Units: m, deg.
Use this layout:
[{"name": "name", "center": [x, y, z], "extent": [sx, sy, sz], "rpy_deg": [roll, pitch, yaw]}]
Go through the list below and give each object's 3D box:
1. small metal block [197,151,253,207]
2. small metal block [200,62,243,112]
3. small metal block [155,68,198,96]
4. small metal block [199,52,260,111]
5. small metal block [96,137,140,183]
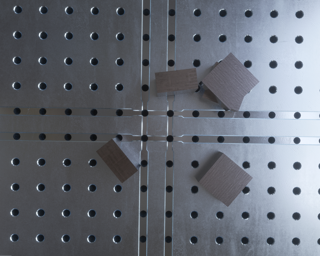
[{"name": "small metal block", "center": [0.085, 0.067, 0.414], "extent": [0.050, 0.025, 0.050], "rpy_deg": [40, 90, 0]}, {"name": "small metal block", "center": [0.087, -0.054, 0.414], "extent": [0.050, 0.025, 0.050], "rpy_deg": [21, 90, 0]}, {"name": "small metal block", "center": [0.020, -0.058, 0.401], "extent": [0.050, 0.050, 0.025], "rpy_deg": [-7, 90, 0]}, {"name": "small metal block", "center": [0.086, -0.057, 0.389], "extent": [0.050, 0.025, 0.050], "rpy_deg": [-44, 90, 0]}, {"name": "small metal block", "center": [-0.052, 0.040, 0.401], "extent": [0.025, 0.050, 0.050], "rpy_deg": [-39, 90, 0]}]
